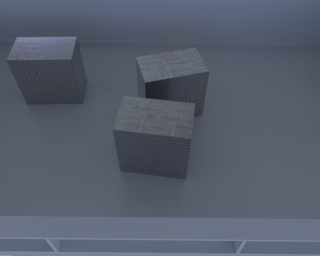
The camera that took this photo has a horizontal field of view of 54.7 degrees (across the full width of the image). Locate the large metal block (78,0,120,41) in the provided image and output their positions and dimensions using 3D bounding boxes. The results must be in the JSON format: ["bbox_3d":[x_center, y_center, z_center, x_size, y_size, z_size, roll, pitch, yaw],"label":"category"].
[{"bbox_3d":[-0.111,-0.216,0.550,0.050,0.080,0.080,-19,53,-18],"label":"large metal block"}]

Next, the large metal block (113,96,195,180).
[{"bbox_3d":[-0.005,0.013,0.359,0.080,0.080,0.050,7,51,5],"label":"large metal block"}]

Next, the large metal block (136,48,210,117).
[{"bbox_3d":[0.015,-0.054,0.415,0.081,0.080,0.050,-12,51,-10],"label":"large metal block"}]

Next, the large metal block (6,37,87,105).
[{"bbox_3d":[-0.152,-0.079,0.434,0.081,0.080,0.050,-1,50,-2],"label":"large metal block"}]
